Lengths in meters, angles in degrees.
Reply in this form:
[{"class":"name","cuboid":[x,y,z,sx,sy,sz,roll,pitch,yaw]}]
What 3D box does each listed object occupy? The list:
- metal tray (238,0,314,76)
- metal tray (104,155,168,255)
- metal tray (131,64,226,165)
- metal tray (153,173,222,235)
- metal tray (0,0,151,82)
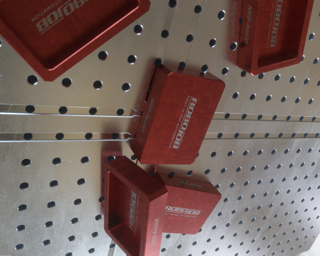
[{"class":"metal tray","cuboid":[0.152,-0.142,0.405,0.091,0.030,0.129,-17,126,-19]},{"class":"metal tray","cuboid":[-0.037,0.113,0.417,0.030,0.090,0.129,-21,129,-39]},{"class":"metal tray","cuboid":[0.023,-0.013,0.415,0.091,0.030,0.129,5,116,-31]},{"class":"metal tray","cuboid":[0.029,0.127,0.504,0.131,0.030,0.090,18,109,-36]},{"class":"metal tray","cuboid":[-0.085,-0.117,0.290,0.130,0.030,0.090,-38,130,-3]}]
